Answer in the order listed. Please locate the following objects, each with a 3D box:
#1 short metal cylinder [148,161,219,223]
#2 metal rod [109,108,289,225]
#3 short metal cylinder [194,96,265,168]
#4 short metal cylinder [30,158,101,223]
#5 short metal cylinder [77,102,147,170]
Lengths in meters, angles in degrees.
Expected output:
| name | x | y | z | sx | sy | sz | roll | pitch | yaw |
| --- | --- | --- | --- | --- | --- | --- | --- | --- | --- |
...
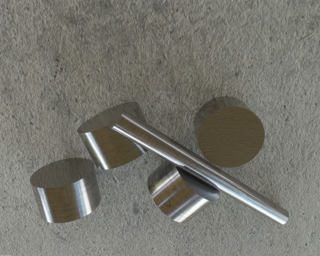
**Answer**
| name | x | y | z | sx | sy | sz | roll | pitch | yaw |
| --- | --- | --- | --- | --- | --- | --- | --- | --- | --- |
| short metal cylinder | 0.031 | 0.075 | 0.405 | 0.080 | 0.080 | 0.050 | 39 | 114 | -13 |
| metal rod | 0.067 | 0.061 | 0.392 | 0.301 | 0.025 | 0.025 | 32 | 108 | -27 |
| short metal cylinder | 0.086 | 0.004 | 0.399 | 0.081 | 0.050 | 0.079 | 0 | 110 | 0 |
| short metal cylinder | -0.123 | 0.080 | 0.409 | 0.080 | 0.080 | 0.050 | -6 | 110 | 2 |
| short metal cylinder | -0.053 | 0.008 | 0.383 | 0.080 | 0.080 | 0.050 | -21 | 109 | 7 |
